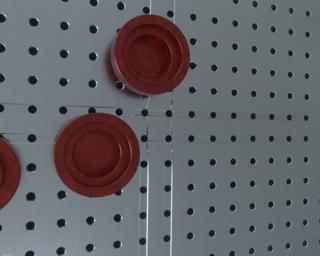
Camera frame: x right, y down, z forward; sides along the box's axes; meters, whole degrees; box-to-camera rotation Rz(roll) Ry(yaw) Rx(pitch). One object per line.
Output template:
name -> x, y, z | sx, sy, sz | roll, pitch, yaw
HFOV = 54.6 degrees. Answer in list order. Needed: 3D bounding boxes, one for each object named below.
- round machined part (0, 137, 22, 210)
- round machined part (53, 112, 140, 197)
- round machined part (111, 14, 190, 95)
round machined part -> -0.202, 0.051, 0.329 | 0.099, 0.042, 0.097 | 0, 90, -20
round machined part -> -0.077, 0.031, 0.375 | 0.099, 0.042, 0.097 | 0, 90, -20
round machined part -> -0.015, -0.090, 0.398 | 0.099, 0.042, 0.097 | 0, 90, -20
